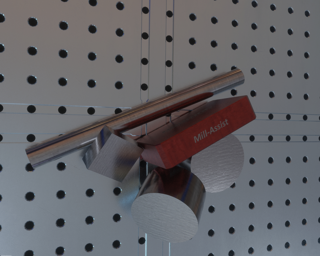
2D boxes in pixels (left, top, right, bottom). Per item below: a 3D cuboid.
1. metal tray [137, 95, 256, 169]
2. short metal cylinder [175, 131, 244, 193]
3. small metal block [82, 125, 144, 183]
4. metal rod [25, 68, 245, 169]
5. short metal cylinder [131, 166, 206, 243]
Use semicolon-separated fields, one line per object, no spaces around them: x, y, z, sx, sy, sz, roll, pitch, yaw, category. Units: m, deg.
0.042;0.002;0.390;0.131;0.090;0.030;-28;100;-18;metal tray
0.064;0.040;0.414;0.081;0.050;0.079;-4;100;-24;short metal cylinder
-0.056;0.032;0.375;0.050;0.025;0.050;31;96;-37;small metal block
-0.017;-0.020;0.402;0.302;0.025;0.025;-23;98;-19;metal rod
0.012;0.092;0.377;0.080;0.080;0.050;49;34;-14;short metal cylinder
